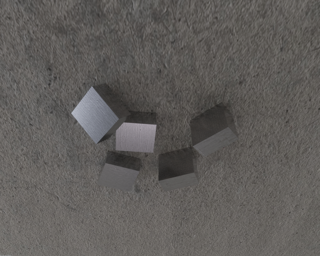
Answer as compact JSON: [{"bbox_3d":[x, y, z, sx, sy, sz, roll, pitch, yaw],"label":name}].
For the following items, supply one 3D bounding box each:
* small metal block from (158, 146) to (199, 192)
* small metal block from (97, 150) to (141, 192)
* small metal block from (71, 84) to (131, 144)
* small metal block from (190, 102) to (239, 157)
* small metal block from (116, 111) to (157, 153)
[{"bbox_3d":[0.026,0.058,0.440,0.050,0.050,0.025,-15,129,12],"label":"small metal block"},{"bbox_3d":[-0.061,0.065,0.462,0.050,0.025,0.050,16,128,-14],"label":"small metal block"},{"bbox_3d":[-0.072,-0.017,0.375,0.050,0.025,0.050,50,121,7],"label":"small metal block"},{"bbox_3d":[0.067,0.002,0.393,0.050,0.050,0.025,-31,124,24],"label":"small metal block"},{"bbox_3d":[-0.032,0.005,0.411,0.050,0.025,0.050,4,130,-4],"label":"small metal block"}]
